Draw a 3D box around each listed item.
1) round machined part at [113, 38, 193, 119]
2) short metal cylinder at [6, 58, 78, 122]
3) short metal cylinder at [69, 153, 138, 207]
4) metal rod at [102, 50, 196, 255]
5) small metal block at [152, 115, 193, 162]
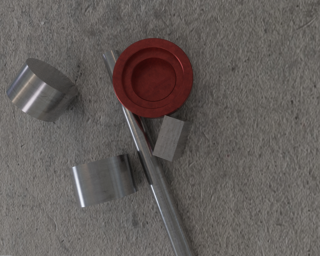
[{"bbox_3d":[-0.007,-0.060,0.394,0.099,0.042,0.097,0,87,6],"label":"round machined part"},{"bbox_3d":[-0.165,-0.053,0.438,0.080,0.080,0.050,45,104,14],"label":"short metal cylinder"},{"bbox_3d":[-0.073,0.067,0.406,0.080,0.080,0.050,-16,85,19],"label":"short metal cylinder"},{"bbox_3d":[-0.016,0.036,0.414,0.025,0.025,0.299,-23,82,18],"label":"metal rod"},{"bbox_3d":[0.017,0.012,0.389,0.025,0.050,0.050,19,96,16],"label":"small metal block"}]
